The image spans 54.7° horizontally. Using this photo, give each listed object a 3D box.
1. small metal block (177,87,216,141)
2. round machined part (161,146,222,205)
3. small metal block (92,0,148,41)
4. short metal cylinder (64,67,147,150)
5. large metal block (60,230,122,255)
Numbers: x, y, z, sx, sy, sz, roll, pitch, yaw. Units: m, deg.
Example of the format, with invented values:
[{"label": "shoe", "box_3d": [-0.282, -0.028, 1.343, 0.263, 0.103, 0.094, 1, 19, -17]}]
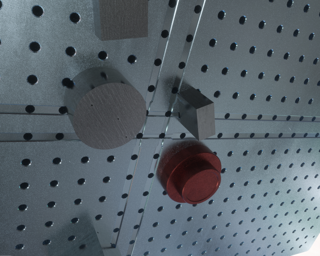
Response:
[{"label": "small metal block", "box_3d": [0.048, -0.019, 0.412, 0.025, 0.050, 0.050, -22, 127, -16]}, {"label": "round machined part", "box_3d": [0.055, 0.079, 0.482, 0.099, 0.042, 0.097, -14, 124, -21]}, {"label": "small metal block", "box_3d": [-0.040, -0.119, 0.316, 0.050, 0.025, 0.050, -12, 124, -22]}, {"label": "short metal cylinder", "box_3d": [-0.062, -0.023, 0.348, 0.081, 0.050, 0.079, -14, 125, -21]}, {"label": "large metal block", "box_3d": [-0.105, 0.217, 0.473, 0.080, 0.050, 0.080, -35, 129, -6]}]
